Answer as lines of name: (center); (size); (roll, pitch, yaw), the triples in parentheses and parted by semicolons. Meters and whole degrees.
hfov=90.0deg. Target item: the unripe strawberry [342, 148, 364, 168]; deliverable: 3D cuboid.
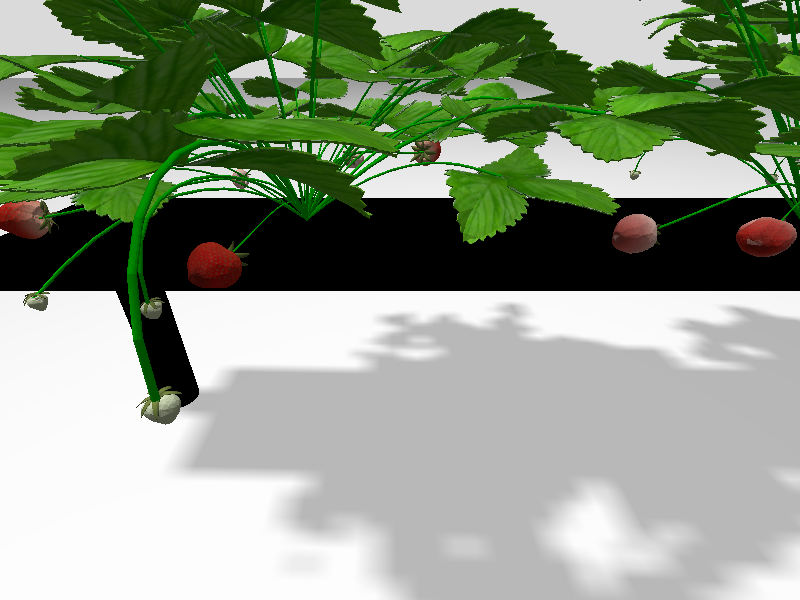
unripe strawberry: (-0.061, -0.188, 0.533); (0.029, 0.026, 0.026); (3, 10, 6)

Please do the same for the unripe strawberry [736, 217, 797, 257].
unripe strawberry: (0.259, -0.044, 0.286); (0.029, 0.029, 0.032); (-22, 37, -31)

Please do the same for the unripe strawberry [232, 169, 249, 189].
unripe strawberry: (-0.180, -0.136, 0.450); (0.018, 0.021, 0.020); (-25, 32, -35)

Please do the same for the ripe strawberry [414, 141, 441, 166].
ripe strawberry: (0.040, -0.206, 0.546); (0.037, 0.042, 0.040); (16, 34, 25)

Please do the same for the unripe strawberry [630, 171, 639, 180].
unripe strawberry: (0.268, -0.142, 0.458); (0.009, 0.010, 0.010); (-23, 38, -33)

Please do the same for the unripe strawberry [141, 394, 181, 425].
unripe strawberry: (-0.078, 0.036, 0.132); (0.011, 0.011, 0.010); (-1, 31, -1)

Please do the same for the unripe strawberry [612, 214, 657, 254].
unripe strawberry: (0.171, -0.048, 0.295); (0.030, 0.030, 0.028); (-11, 32, -17)

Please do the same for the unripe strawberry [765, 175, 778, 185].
unripe strawberry: (0.419, -0.135, 0.452); (0.011, 0.011, 0.011); (14, 34, 22)

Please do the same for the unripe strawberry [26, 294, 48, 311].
unripe strawberry: (-0.208, 0.002, 0.230); (0.011, 0.010, 0.010); (22, 37, 33)

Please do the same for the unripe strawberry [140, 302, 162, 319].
unripe strawberry: (-0.124, 0.005, 0.201); (0.009, 0.010, 0.010); (6, 31, 11)

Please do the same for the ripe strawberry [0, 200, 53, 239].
ripe strawberry: (-0.303, -0.065, 0.320); (0.035, 0.034, 0.032); (-6, 31, -9)

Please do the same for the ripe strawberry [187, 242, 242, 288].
ripe strawberry: (-0.116, -0.020, 0.246); (0.032, 0.027, 0.032); (7, 32, 12)
